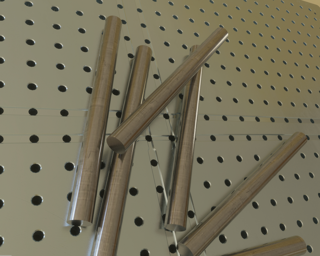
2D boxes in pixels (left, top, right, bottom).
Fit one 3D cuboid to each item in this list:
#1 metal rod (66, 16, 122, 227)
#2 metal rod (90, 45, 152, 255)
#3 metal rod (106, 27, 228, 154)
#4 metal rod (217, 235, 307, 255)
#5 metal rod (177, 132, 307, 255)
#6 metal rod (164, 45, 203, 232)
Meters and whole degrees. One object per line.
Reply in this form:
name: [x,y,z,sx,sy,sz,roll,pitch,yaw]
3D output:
metal rod: [-0.075,-0.032,0.387,0.025,0.025,0.300,15,56,-20]
metal rod: [-0.040,0.009,0.380,0.025,0.025,0.300,19,54,-17]
metal rod: [0.028,-0.070,0.431,0.025,0.025,0.301,41,51,-1]
metal rod: [0.051,0.157,0.338,0.302,0.025,0.025,-1,62,-29]
metal rod: [0.132,0.077,0.431,0.302,0.025,0.025,-30,78,-38]
metal rod: [0.040,-0.009,0.434,0.025,0.025,0.300,22,54,-15]
